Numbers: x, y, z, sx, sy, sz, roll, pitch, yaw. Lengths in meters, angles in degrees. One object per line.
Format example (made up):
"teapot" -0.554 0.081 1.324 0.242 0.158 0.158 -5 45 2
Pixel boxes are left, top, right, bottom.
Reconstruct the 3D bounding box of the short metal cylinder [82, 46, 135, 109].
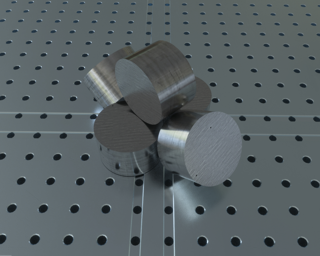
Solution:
"short metal cylinder" -0.055 -0.065 0.417 0.080 0.080 0.050 -39 94 -28

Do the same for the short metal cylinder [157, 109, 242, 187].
"short metal cylinder" 0.044 0.020 0.346 0.080 0.080 0.050 -33 22 -25

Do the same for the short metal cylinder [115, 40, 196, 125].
"short metal cylinder" -0.006 -0.051 0.348 0.050 0.080 0.080 -34 58 -25

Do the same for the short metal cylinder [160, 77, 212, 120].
"short metal cylinder" 0.026 -0.028 0.415 0.081 0.050 0.080 0 50 0

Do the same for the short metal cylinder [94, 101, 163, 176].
"short metal cylinder" -0.037 0.012 0.380 0.081 0.050 0.080 0 50 0
